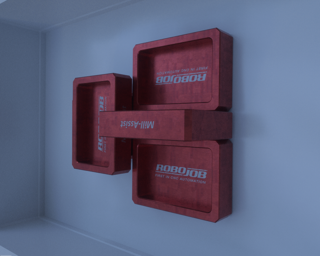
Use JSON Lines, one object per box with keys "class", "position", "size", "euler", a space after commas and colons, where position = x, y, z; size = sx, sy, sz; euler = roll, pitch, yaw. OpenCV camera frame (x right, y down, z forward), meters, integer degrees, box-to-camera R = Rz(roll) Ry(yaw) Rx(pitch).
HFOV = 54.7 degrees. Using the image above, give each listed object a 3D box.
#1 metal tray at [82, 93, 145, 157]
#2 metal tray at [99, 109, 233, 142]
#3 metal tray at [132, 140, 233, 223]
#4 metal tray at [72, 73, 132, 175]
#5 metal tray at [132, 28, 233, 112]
{"class": "metal tray", "position": [-0.080, -0.003, 0.463], "size": [0.130, 0.030, 0.089], "euler": [1, 90, 39]}
{"class": "metal tray", "position": [0.005, -0.004, 0.356], "size": [0.130, 0.091, 0.030], "euler": [1, 91, 39]}
{"class": "metal tray", "position": [0.023, 0.056, 0.381], "size": [0.130, 0.030, 0.089], "euler": [1, 91, 39]}
{"class": "metal tray", "position": [-0.081, -0.006, 0.426], "size": [0.090, 0.030, 0.129], "euler": [2, 91, 39]}
{"class": "metal tray", "position": [0.023, -0.064, 0.381], "size": [0.130, 0.030, 0.089], "euler": [1, 91, 39]}
